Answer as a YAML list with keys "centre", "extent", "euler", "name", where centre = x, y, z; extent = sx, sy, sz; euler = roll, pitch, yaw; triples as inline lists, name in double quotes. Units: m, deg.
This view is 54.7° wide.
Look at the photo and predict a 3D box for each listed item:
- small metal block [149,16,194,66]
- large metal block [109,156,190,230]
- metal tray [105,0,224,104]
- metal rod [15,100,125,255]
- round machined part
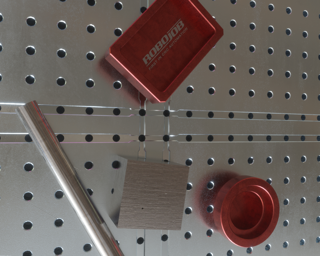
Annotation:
- centre: [0.015, -0.113, 0.419]
  extent: [0.050, 0.025, 0.050]
  euler: [43, 76, -15]
  name: "small metal block"
- centre: [-0.015, 0.082, 0.395]
  extent: [0.081, 0.050, 0.080]
  euler: [9, 87, -20]
  name: "large metal block"
- centre: [0.008, -0.105, 0.387]
  extent: [0.090, 0.030, 0.130]
  euler: [44, 76, -15]
  name: "metal tray"
- centre: [-0.088, 0.105, 0.380]
  extent: [0.025, 0.025, 0.299]
  euler: [-30, 100, -18]
  name: "metal rod"
- centre: [0.120, 0.117, 0.450]
  extent: [0.099, 0.042, 0.097]
  euler: [0, 90, -20]
  name: "round machined part"
